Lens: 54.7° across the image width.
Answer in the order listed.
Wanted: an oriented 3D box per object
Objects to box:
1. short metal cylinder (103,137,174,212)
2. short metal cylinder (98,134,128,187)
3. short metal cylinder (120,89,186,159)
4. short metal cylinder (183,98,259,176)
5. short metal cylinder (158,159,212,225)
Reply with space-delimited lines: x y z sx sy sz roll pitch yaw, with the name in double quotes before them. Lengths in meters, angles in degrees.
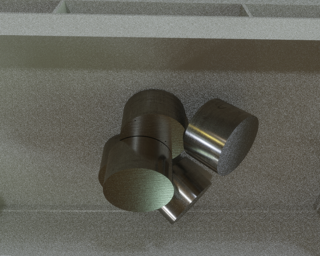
"short metal cylinder" -0.024 0.056 0.371 0.081 0.050 0.079 0 130 0
"short metal cylinder" -0.042 0.053 0.436 0.081 0.050 0.079 0 130 0
"short metal cylinder" -0.008 -0.002 0.389 0.081 0.050 0.079 0 130 0
"short metal cylinder" 0.074 0.011 0.374 0.081 0.050 0.079 -32 139 -33
"short metal cylinder" 0.028 0.090 0.439 0.050 0.081 0.079 43 128 17
